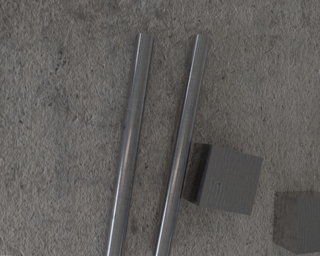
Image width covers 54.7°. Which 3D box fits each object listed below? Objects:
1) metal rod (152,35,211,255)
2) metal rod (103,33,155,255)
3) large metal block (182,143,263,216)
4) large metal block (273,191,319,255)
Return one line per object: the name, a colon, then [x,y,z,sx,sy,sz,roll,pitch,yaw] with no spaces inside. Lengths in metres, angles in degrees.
metal rod: [0.030,0.021,0.420,0.025,0.025,0.298,12,86,-20]
metal rod: [-0.040,0.029,0.394,0.025,0.025,0.298,9,87,-20]
large metal block: [0.086,0.069,0.428,0.081,0.050,0.080,15,85,-20]
large metal block: [0.226,0.143,0.480,0.081,0.050,0.080,3,89,-20]
